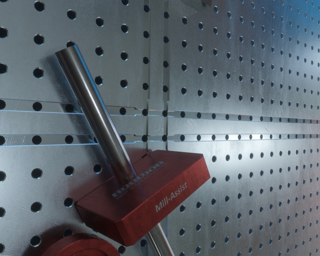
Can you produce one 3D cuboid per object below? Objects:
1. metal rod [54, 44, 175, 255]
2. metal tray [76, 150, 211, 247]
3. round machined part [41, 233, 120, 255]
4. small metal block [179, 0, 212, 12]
[{"bbox_3d":[-0.042,0.050,0.362,0.025,0.025,0.299,-36,112,-35],"label":"metal rod"},{"bbox_3d":[-0.017,0.070,0.353,0.131,0.090,0.030,-32,110,-36],"label":"metal tray"},{"bbox_3d":[-0.090,0.159,0.324,0.099,0.042,0.097,0,90,-40],"label":"round machined part"},{"bbox_3d":[0.052,-0.208,0.455,0.050,0.025,0.050,13,82,-40],"label":"small metal block"}]
